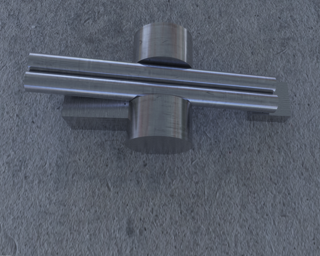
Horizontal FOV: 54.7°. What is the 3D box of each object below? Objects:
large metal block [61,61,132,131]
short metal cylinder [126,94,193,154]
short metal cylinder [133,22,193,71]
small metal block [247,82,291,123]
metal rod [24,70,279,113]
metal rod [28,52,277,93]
[{"bbox_3d":[-0.078,-0.042,0.411,0.080,0.050,0.080,2,70,0],"label":"large metal block"},{"bbox_3d":[0.000,-0.002,0.381,0.080,0.080,0.050,1,70,0],"label":"short metal cylinder"},{"bbox_3d":[0.004,-0.095,0.415,0.080,0.080,0.050,1,70,0],"label":"short metal cylinder"},{"bbox_3d":[0.147,-0.036,0.424,0.050,0.025,0.050,3,70,1],"label":"small metal block"},{"bbox_3d":[-0.004,-0.043,0.377,0.302,0.025,0.025,4,70,-7],"label":"metal rod"},{"bbox_3d":[-0.003,-0.066,0.386,0.302,0.025,0.025,4,70,-7],"label":"metal rod"}]
